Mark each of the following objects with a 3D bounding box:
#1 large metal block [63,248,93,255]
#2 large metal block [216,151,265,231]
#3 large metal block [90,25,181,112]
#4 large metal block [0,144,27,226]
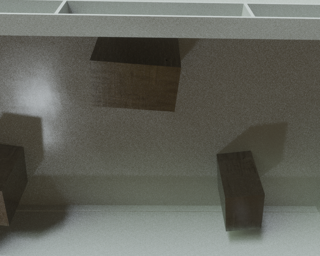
[{"bbox_3d":[-0.184,0.307,0.635,0.050,0.080,0.080,27,125,-21],"label":"large metal block"},{"bbox_3d":[0.115,0.092,0.452,0.050,0.080,0.080,-7,130,5],"label":"large metal block"},{"bbox_3d":[-0.023,-0.063,0.319,0.081,0.080,0.050,4,130,-4],"label":"large metal block"},{"bbox_3d":[-0.229,0.079,0.438,0.050,0.080,0.079,8,130,-7],"label":"large metal block"}]
